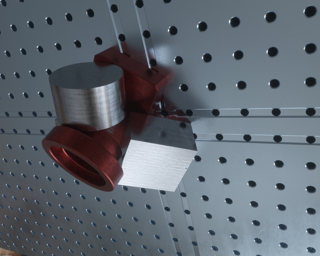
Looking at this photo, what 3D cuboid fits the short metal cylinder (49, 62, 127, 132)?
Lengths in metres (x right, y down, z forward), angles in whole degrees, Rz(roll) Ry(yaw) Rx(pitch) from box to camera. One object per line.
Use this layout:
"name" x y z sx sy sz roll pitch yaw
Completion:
"short metal cylinder" -0.080 -0.038 0.353 0.080 0.080 0.050 13 124 21

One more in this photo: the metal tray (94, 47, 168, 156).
"metal tray" -0.054 -0.030 0.417 0.090 0.030 0.129 30 128 8

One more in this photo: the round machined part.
"round machined part" -0.084 0.029 0.365 0.098 0.042 0.098 24 150 15

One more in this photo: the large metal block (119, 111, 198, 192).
"large metal block" -0.009 0.032 0.395 0.081 0.050 0.079 11 129 -16

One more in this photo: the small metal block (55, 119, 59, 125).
"small metal block" -0.110 0.002 0.412 0.025 0.050 0.050 18 125 18
